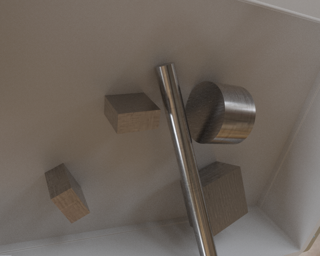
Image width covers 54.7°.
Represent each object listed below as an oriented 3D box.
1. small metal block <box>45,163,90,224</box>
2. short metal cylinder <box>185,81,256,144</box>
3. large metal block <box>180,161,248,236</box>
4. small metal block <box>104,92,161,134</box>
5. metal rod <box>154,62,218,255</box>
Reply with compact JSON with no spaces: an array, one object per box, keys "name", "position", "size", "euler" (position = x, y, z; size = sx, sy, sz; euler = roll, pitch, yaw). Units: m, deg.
[{"name":"small metal block","position":[-0.114,0.080,0.381],"size":[0.025,0.050,0.050],"euler":[-29,129,-10]},{"name":"short metal cylinder","position":[0.077,-0.019,0.406],"size":[0.050,0.080,0.079],"euler":[3,117,-31]},{"name":"large metal block","position":[0.085,0.107,0.481],"size":[0.081,0.050,0.079],"euler":[-21,106,-31]},{"name":"small metal block","position":[-0.034,-0.019,0.364],"size":[0.050,0.050,0.025],"euler":[-8,122,-25]},{"name":"metal rod","position":[0.040,0.063,0.411],"size":[0.025,0.025,0.298],"euler":[-20,108,-17]}]
